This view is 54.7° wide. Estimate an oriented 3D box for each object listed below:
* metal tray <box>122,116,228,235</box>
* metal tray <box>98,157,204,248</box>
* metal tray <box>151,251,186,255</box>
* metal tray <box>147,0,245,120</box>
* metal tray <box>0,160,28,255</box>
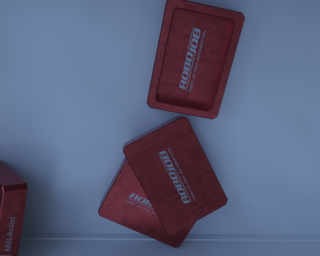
[{"bbox_3d":[0.020,0.060,0.405,0.090,0.030,0.129,-28,98,-6],"label":"metal tray"},{"bbox_3d":[-0.010,0.107,0.445,0.131,0.030,0.090,27,104,-10],"label":"metal tray"},{"bbox_3d":[-0.014,0.255,0.505,0.131,0.030,0.089,-11,110,3],"label":"metal tray"},{"bbox_3d":[0.040,-0.082,0.378,0.091,0.030,0.129,10,110,-5],"label":"metal tray"},{"bbox_3d":[-0.218,0.118,0.410,0.090,0.030,0.129,21,104,38],"label":"metal tray"}]
